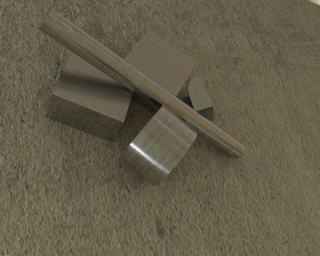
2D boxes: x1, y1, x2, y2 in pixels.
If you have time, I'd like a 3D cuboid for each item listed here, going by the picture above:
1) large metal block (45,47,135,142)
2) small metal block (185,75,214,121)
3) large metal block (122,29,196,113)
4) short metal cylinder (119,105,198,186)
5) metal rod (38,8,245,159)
[{"bbox_3d":[-0.079,-0.041,0.371,0.080,0.050,0.080,23,53,-15],"label":"large metal block"},{"bbox_3d":[0.056,-0.038,0.440,0.025,0.050,0.050,-17,67,4],"label":"small metal block"},{"bbox_3d":[-0.008,-0.076,0.428,0.080,0.050,0.080,34,51,-6],"label":"large metal block"},{"bbox_3d":[-0.002,0.020,0.356,0.050,0.080,0.080,40,51,-2],"label":"short metal cylinder"},{"bbox_3d":[0.000,-0.037,0.375,0.301,0.025,0.025,32,50,-28],"label":"metal rod"}]
